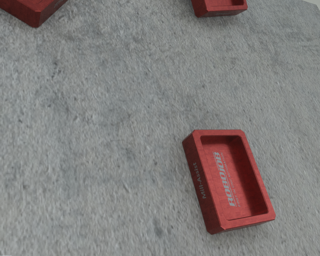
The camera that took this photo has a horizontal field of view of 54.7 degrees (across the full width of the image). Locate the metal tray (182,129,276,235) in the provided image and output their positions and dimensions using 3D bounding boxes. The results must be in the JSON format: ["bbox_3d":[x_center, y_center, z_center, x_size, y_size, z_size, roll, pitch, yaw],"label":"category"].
[{"bbox_3d":[0.089,0.066,0.410,0.091,0.030,0.130,0,62,-29],"label":"metal tray"}]

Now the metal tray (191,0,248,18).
[{"bbox_3d":[0.111,-0.266,0.600,0.131,0.030,0.089,-20,96,-38],"label":"metal tray"}]

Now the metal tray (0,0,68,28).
[{"bbox_3d":[-0.176,-0.206,0.432,0.090,0.030,0.130,31,52,-9],"label":"metal tray"}]
